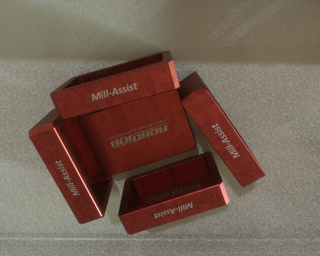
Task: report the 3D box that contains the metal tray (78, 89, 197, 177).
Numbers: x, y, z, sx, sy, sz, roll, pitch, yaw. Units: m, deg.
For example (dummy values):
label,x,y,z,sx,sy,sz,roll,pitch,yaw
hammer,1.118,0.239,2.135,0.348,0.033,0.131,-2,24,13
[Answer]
label,x,y,z,sx,sy,sz,roll,pitch,yaw
metal tray,-0.027,0.002,0.406,0.131,0.030,0.090,-19,109,6

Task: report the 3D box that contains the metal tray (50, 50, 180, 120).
label,x,y,z,sx,sy,sz,roll,pitch,yaw
metal tray,-0.047,-0.052,0.354,0.131,0.090,0.030,-15,110,5

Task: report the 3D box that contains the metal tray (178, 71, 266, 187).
label,x,y,z,sx,sy,sz,roll,pitch,yaw
metal tray,0.071,-0.001,0.376,0.030,0.090,0.130,-34,107,12

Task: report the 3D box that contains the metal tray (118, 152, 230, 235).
label,x,y,z,sx,sy,sz,roll,pitch,yaw
metal tray,0.016,0.081,0.405,0.131,0.090,0.030,-19,109,6

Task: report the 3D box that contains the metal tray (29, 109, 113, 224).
label,x,y,z,sx,sy,sz,roll,pitch,yaw
metal tray,-0.104,0.041,0.388,0.030,0.090,0.129,-20,109,7
